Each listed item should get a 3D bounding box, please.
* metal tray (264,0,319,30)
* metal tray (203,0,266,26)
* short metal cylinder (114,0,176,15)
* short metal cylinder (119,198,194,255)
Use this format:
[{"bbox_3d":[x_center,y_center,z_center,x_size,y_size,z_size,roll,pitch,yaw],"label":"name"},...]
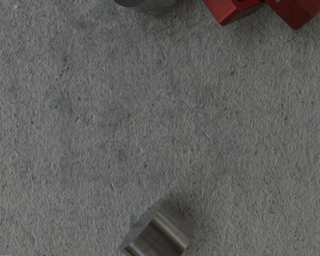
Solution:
[{"bbox_3d":[0.153,-0.197,0.388,0.130,0.030,0.090,44,63,-2],"label":"metal tray"},{"bbox_3d":[0.071,-0.196,0.381,0.091,0.030,0.130,-35,90,-41],"label":"metal tray"},{"bbox_3d":[-0.020,-0.185,0.379,0.080,0.050,0.079,5,99,31],"label":"short metal cylinder"},{"bbox_3d":[-0.004,0.135,0.382,0.050,0.080,0.080,43,90,0],"label":"short metal cylinder"}]
